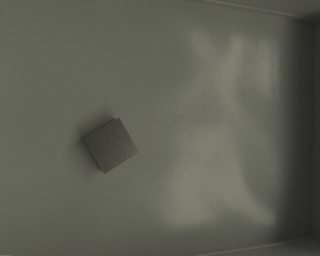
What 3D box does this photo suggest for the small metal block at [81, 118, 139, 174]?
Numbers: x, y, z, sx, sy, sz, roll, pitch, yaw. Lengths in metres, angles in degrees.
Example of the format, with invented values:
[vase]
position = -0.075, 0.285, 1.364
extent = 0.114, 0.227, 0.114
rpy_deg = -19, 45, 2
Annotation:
[small metal block]
position = -0.063, 0.021, 0.388
extent = 0.050, 0.025, 0.050
rpy_deg = -32, 101, -17
